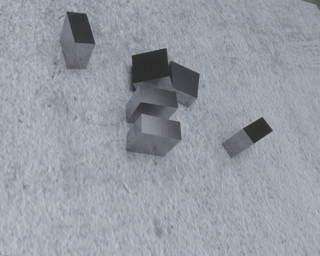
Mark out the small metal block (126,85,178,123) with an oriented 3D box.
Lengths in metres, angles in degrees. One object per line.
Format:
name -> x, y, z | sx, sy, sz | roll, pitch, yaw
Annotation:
small metal block -> -0.012, -0.027, 0.399 | 0.050, 0.050, 0.025 | 7, 59, -25

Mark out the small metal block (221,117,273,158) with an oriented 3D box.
small metal block -> 0.126, 0.014, 0.450 | 0.050, 0.050, 0.025 | -25, 76, -37

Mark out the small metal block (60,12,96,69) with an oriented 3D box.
small metal block -> -0.108, -0.111, 0.399 | 0.025, 0.050, 0.050 | -6, 65, -31

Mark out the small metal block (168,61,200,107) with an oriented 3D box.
small metal block -> 0.029, -0.066, 0.461 | 0.050, 0.025, 0.050 | 22, 54, -16

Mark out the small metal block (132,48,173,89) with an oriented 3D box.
small metal block -> -0.011, -0.079, 0.432 | 0.050, 0.025, 0.050 | -10, 60, 9

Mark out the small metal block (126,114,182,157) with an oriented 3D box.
small metal block -> -0.009, 0.010, 0.378 | 0.050, 0.050, 0.025 | 11, 57, -23
